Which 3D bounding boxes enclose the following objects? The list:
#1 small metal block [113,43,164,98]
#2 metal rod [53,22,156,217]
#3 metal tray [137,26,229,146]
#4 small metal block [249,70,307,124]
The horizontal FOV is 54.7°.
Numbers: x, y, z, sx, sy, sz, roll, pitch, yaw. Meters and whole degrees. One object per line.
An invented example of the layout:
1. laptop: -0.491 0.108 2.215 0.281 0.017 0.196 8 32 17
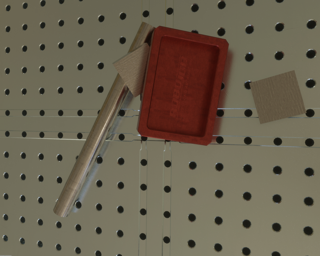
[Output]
1. small metal block: -0.026 -0.076 0.403 0.050 0.025 0.050 -33 109 -1
2. metal rod: -0.080 -0.006 0.439 0.025 0.025 0.298 30 99 17
3. metal tray: 0.026 -0.049 0.379 0.091 0.030 0.129 9 93 -8
4. small metal block: 0.138 -0.035 0.364 0.050 0.025 0.050 -15 85 19
